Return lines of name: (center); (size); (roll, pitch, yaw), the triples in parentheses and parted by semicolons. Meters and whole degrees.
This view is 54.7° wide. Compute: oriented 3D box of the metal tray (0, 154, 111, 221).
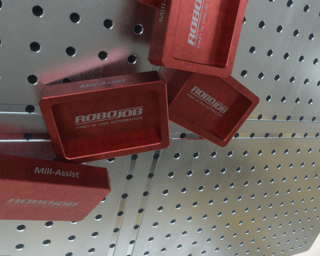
metal tray: (-0.135, 0.074, 0.359); (0.131, 0.030, 0.090); (14, 135, -34)

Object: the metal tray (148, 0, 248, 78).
metal tray: (0.044, -0.123, 0.318); (0.091, 0.030, 0.129); (4, 103, -31)

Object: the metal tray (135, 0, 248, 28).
metal tray: (0.042, -0.163, 0.330); (0.131, 0.030, 0.089); (6, 116, -32)

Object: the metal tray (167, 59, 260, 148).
metal tray: (0.068, -0.034, 0.425); (0.131, 0.030, 0.090); (26, 104, -38)

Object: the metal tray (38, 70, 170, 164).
metal tray: (-0.057, -0.010, 0.351); (0.131, 0.030, 0.089); (-10, 124, -7)
